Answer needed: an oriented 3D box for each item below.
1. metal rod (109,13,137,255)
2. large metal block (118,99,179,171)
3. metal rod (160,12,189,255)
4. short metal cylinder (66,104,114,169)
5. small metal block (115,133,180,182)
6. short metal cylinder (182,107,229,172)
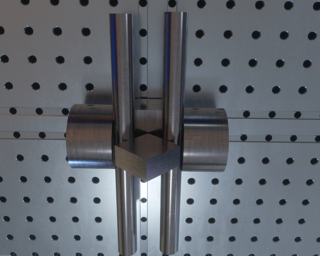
[{"bbox_3d":[-0.041,0.024,0.365,0.025,0.025,0.298,1,110,-1],"label":"metal rod"},{"bbox_3d":[-0.014,0.008,0.399,0.081,0.050,0.079,1,110,-1],"label":"large metal block"},{"bbox_3d":[0.014,0.022,0.365,0.025,0.025,0.298,1,110,-1],"label":"metal rod"},{"bbox_3d":[-0.080,0.010,0.383,0.050,0.080,0.079,1,110,-1],"label":"short metal cylinder"},{"bbox_3d":[-0.014,0.030,0.340,0.050,0.050,0.025,19,117,40],"label":"small metal block"},{"bbox_3d":[0.052,0.014,0.385,0.050,0.080,0.079,1,110,0],"label":"short metal cylinder"}]
